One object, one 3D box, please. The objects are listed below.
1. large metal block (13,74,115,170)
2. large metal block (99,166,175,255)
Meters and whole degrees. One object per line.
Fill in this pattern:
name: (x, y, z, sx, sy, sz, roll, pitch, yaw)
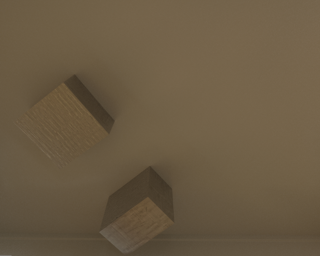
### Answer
large metal block: (-0.118, -0.008, 0.394, 0.080, 0.050, 0.080, -35, 107, 12)
large metal block: (-0.029, 0.110, 0.422, 0.080, 0.080, 0.050, -38, 106, 13)
